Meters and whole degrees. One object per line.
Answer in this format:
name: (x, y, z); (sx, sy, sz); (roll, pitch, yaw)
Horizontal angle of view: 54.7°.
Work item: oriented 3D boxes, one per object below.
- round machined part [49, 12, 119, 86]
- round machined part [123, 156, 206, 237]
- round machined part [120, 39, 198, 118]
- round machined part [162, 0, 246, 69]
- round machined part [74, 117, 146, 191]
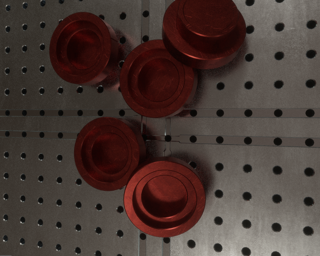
round machined part: (-0.102, -0.109, 0.438); (0.098, 0.042, 0.097); (0, 90, 19)
round machined part: (0.006, 0.082, 0.389); (0.099, 0.042, 0.097); (0, 100, -1)
round machined part: (0.001, -0.061, 0.402); (0.098, 0.042, 0.097); (0, 90, 19)
round machined part: (0.052, -0.121, 0.361); (0.099, 0.042, 0.098); (1, 68, -3)
round machined part: (-0.064, 0.034, 0.425); (0.098, 0.042, 0.097); (0, 90, 20)
